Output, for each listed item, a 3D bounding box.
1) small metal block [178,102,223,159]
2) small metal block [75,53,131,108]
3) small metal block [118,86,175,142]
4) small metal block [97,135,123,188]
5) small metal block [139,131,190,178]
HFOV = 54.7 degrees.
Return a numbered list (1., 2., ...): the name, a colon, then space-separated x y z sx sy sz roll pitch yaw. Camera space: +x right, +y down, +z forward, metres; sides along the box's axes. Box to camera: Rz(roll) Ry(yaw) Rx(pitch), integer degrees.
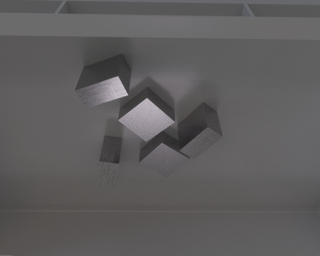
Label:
1. small metal block: 0.050 0.003 0.396 0.025 0.050 0.050 32 123 -24
2. small metal block: -0.062 -0.053 0.346 0.050 0.050 0.025 -16 128 13
3. small metal block: -0.017 -0.016 0.395 0.050 0.025 0.050 -35 122 26
4. small metal block: -0.070 0.047 0.432 0.025 0.050 0.050 9 130 -7
5. small metal block: 0.006 0.038 0.441 0.050 0.025 0.050 32 123 -25
